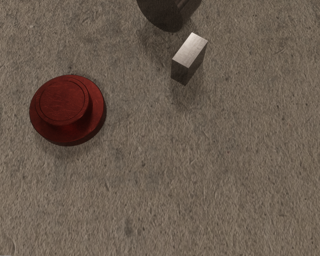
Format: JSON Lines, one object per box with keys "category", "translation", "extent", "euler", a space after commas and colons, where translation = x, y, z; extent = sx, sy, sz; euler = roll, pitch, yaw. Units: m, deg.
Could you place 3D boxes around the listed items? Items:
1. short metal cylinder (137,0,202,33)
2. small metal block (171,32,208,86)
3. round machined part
{"category": "short metal cylinder", "translation": [0.013, -0.186, 0.447], "extent": [0.080, 0.080, 0.050], "euler": [33, 73, 11]}
{"category": "small metal block", "translation": [0.040, -0.094, 0.430], "extent": [0.025, 0.050, 0.050], "euler": [32, 73, 10]}
{"category": "round machined part", "translation": [-0.123, -0.028, 0.408], "extent": [0.099, 0.042, 0.098], "euler": [0, 70, -1]}
